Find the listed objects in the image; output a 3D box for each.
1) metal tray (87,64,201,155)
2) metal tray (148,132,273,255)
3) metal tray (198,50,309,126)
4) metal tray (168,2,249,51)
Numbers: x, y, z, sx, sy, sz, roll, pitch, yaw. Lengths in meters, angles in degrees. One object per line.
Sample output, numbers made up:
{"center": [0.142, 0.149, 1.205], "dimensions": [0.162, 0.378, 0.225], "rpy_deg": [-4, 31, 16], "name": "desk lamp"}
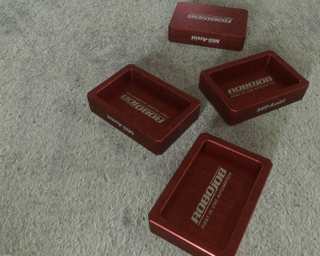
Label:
{"center": [-0.023, -0.030, 0.424], "dimensions": [0.130, 0.030, 0.090], "rpy_deg": [32, 57, 24], "name": "metal tray"}
{"center": [0.058, 0.073, 0.338], "dimensions": [0.090, 0.030, 0.130], "rpy_deg": [24, 54, 19], "name": "metal tray"}
{"center": [0.134, -0.063, 0.452], "dimensions": [0.131, 0.030, 0.090], "rpy_deg": [-19, 53, -16], "name": "metal tray"}
{"center": [0.087, -0.184, 0.555], "dimensions": [0.131, 0.030, 0.090], "rpy_deg": [10, 51, 8], "name": "metal tray"}
